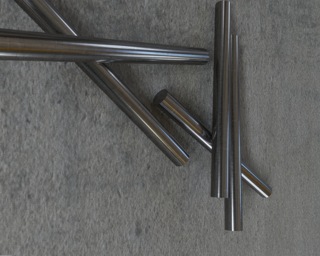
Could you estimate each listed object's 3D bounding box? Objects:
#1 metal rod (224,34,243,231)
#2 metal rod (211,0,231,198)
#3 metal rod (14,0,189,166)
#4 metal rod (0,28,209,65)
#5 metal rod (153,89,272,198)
[{"bbox_3d":[0.110,-0.001,0.471,0.025,0.025,0.299,13,73,-40],"label":"metal rod"},{"bbox_3d":[0.092,-0.049,0.460,0.025,0.025,0.299,14,74,-40],"label":"metal rod"},{"bbox_3d":[-0.058,-0.052,0.357,0.300,0.025,0.025,47,62,-30],"label":"metal rod"},{"bbox_3d":[-0.037,-0.085,0.348,0.302,0.025,0.025,-12,98,-48],"label":"metal rod"},{"bbox_3d":[0.098,0.038,0.489,0.301,0.025,0.025,39,66,-33],"label":"metal rod"}]
